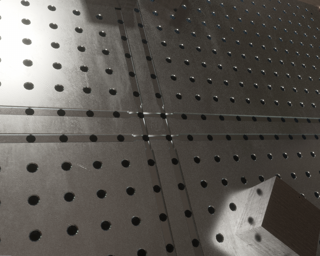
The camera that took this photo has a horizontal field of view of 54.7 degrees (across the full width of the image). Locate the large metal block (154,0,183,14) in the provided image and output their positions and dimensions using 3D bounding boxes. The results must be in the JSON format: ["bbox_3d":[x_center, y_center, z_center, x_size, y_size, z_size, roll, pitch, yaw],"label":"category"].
[{"bbox_3d":[0.016,-0.270,0.568,0.080,0.050,0.080,30,52,-10],"label":"large metal block"}]

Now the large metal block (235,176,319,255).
[{"bbox_3d":[0.156,0.124,0.403,0.080,0.050,0.080,38,51,-3],"label":"large metal block"}]

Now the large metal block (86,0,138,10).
[{"bbox_3d":[-0.081,-0.244,0.498,0.081,0.050,0.080,-4,64,-30],"label":"large metal block"}]
